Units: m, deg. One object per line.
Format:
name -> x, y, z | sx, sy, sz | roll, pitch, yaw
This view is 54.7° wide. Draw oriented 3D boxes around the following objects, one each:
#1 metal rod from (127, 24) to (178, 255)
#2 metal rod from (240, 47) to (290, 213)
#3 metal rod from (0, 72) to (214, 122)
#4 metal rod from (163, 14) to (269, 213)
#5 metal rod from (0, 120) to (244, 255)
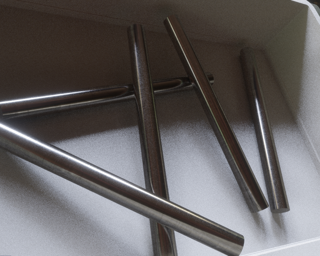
metal rod -> -0.013, 0.005, 0.373 | 0.025, 0.025, 0.299 | 2, 68, -27
metal rod -> 0.164, -0.015, 0.502 | 0.025, 0.025, 0.299 | 13, 56, -21
metal rod -> -0.045, -0.047, 0.409 | 0.303, 0.025, 0.025 | -14, 69, -34
metal rod -> 0.075, -0.027, 0.438 | 0.025, 0.025, 0.299 | -16, 78, -34
metal rod -> -0.055, 0.057, 0.314 | 0.301, 0.025, 0.025 | 26, 52, -2
